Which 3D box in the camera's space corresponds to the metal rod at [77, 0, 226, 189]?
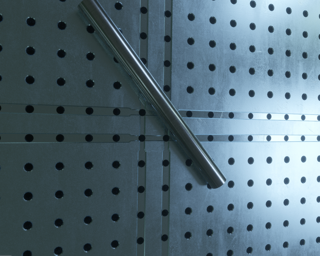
[{"bbox_3d":[-0.003,-0.038,0.412,0.025,0.025,0.299,-40,103,-16],"label":"metal rod"}]
